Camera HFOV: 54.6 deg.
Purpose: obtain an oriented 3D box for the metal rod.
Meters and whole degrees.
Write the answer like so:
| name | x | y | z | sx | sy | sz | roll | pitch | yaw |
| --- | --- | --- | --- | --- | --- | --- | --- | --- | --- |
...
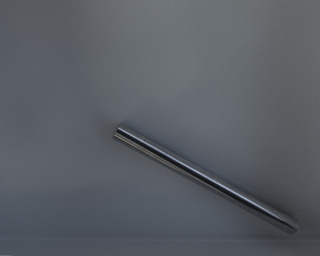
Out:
| name | x | y | z | sx | sy | sz | roll | pitch | yaw |
| --- | --- | --- | --- | --- | --- | --- | --- | --- | --- |
| metal rod | 0.071 | 0.076 | 0.439 | 0.301 | 0.025 | 0.025 | 29 | 107 | -11 |
